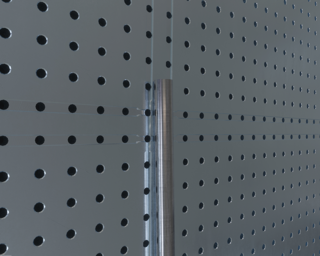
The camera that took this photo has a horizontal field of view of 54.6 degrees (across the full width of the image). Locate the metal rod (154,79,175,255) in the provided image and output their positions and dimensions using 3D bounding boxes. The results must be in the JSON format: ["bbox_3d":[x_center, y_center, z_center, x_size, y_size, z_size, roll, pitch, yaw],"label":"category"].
[{"bbox_3d":[0.006,0.086,0.413,0.025,0.025,0.298,-1,91,-40],"label":"metal rod"}]
